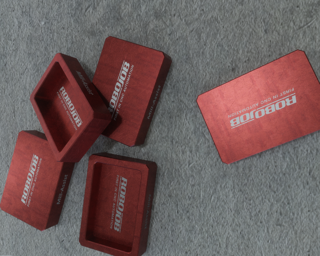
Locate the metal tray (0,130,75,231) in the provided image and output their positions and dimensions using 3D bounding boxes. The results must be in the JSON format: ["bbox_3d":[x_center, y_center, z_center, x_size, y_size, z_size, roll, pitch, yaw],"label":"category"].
[{"bbox_3d":[-0.185,0.077,0.472,0.090,0.030,0.129,19,96,19],"label":"metal tray"}]

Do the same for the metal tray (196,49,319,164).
[{"bbox_3d":[0.120,-0.022,0.364,0.130,0.030,0.090,-24,82,18],"label":"metal tray"}]

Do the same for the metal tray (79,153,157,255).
[{"bbox_3d":[-0.058,0.105,0.426,0.090,0.030,0.129,9,93,19],"label":"metal tray"}]

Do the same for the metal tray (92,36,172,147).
[{"bbox_3d":[-0.048,-0.049,0.423,0.090,0.030,0.129,21,97,18],"label":"metal tray"}]

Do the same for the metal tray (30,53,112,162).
[{"bbox_3d":[-0.127,-0.029,0.423,0.090,0.030,0.130,-49,57,22],"label":"metal tray"}]
